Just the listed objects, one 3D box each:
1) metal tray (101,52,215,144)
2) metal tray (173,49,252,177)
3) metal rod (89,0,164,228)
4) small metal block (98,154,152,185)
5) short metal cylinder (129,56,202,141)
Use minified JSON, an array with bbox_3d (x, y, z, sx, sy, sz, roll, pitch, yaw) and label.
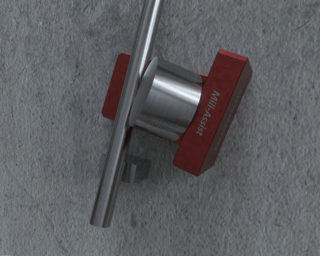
[{"bbox_3d":[-0.004,-0.039,0.408,0.130,0.030,0.089,19,96,18],"label":"metal tray"},{"bbox_3d":[0.063,-0.015,0.353,0.030,0.090,0.129,24,98,18],"label":"metal tray"},{"bbox_3d":[-0.038,-0.030,0.381,0.025,0.025,0.298,11,85,19],"label":"metal rod"},{"bbox_3d":[-0.046,0.052,0.412,0.050,0.050,0.025,14,95,19],"label":"small metal block"},{"bbox_3d":[0.004,-0.031,0.340,0.050,0.080,0.080,20,98,-15],"label":"short metal cylinder"}]
